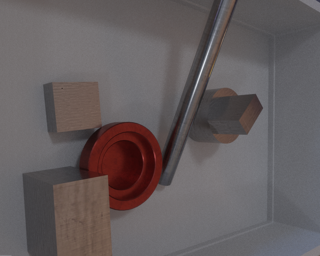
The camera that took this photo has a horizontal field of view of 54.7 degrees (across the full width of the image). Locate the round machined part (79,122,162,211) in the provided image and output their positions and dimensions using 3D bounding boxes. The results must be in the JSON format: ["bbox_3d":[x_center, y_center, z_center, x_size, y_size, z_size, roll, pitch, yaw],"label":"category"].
[{"bbox_3d":[-0.048,0.042,0.357,0.099,0.042,0.097,0,90,-40],"label":"round machined part"}]

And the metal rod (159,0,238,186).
[{"bbox_3d":[0.047,-0.064,0.367,0.025,0.025,0.298,1,115,-40],"label":"metal rod"}]

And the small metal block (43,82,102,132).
[{"bbox_3d":[-0.093,-0.023,0.330,0.050,0.025,0.050,-8,95,-40],"label":"small metal block"}]

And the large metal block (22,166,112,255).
[{"bbox_3d":[-0.090,0.084,0.296,0.050,0.080,0.079,-5,93,-40],"label":"large metal block"}]

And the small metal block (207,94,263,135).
[{"bbox_3d":[0.100,-0.018,0.412,0.050,0.050,0.025,-52,121,-27],"label":"small metal block"}]

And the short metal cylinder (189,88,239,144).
[{"bbox_3d":[0.079,-0.018,0.459,0.081,0.050,0.079,0,90,-40],"label":"short metal cylinder"}]
